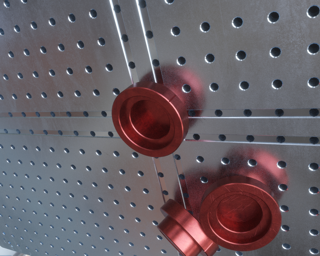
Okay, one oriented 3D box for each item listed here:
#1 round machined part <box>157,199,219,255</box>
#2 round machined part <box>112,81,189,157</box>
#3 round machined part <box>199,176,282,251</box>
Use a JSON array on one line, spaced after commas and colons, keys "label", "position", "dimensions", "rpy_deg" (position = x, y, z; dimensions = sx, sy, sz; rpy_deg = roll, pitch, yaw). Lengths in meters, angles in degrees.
[{"label": "round machined part", "position": [0.034, 0.152, 0.446], "dimensions": [0.098, 0.042, 0.098], "rpy_deg": [43, 164, 16]}, {"label": "round machined part", "position": [-0.009, -0.015, 0.396], "dimensions": [0.098, 0.042, 0.097], "rpy_deg": [13, 124, 21]}, {"label": "round machined part", "position": [0.102, 0.105, 0.400], "dimensions": [0.098, 0.042, 0.097], "rpy_deg": [4, 109, 11]}]
